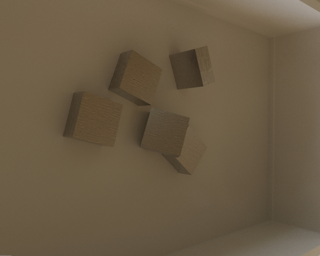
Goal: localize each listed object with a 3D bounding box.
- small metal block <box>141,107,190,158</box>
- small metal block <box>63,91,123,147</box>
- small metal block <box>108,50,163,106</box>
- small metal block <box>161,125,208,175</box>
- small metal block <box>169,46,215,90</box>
[{"bbox_3d":[0.006,0.007,0.397,0.050,0.025,0.050,15,78,-1],"label":"small metal block"},{"bbox_3d":[-0.074,-0.009,0.346,0.050,0.025,0.050,18,78,-39],"label":"small metal block"},{"bbox_3d":[-0.030,-0.060,0.383,0.050,0.025,0.050,27,73,-37],"label":"small metal block"},{"bbox_3d":[0.034,0.030,0.438,0.050,0.025,0.050,49,61,-29],"label":"small metal block"},{"bbox_3d":[0.044,-0.083,0.429,0.025,0.050,0.050,-25,106,-38],"label":"small metal block"}]
